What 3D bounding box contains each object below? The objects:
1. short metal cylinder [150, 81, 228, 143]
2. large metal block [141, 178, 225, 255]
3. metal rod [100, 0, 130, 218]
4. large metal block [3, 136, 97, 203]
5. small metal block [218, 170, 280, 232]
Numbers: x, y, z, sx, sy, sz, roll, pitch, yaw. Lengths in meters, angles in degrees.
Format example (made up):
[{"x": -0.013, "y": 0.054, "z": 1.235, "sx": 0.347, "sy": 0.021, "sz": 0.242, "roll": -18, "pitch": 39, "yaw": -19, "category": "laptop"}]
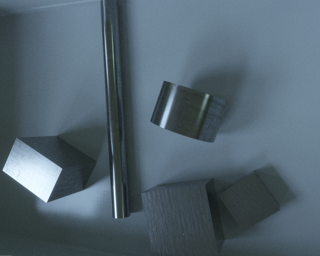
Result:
[{"x": 0.034, "y": -0.020, "z": 0.369, "sx": 0.080, "sy": 0.080, "sz": 0.050, "roll": 20, "pitch": 97, "yaw": 18, "category": "short metal cylinder"}, {"x": 0.030, "y": 0.111, "z": 0.386, "sx": 0.080, "sy": 0.050, "sz": 0.080, "roll": -11, "pitch": 86, "yaw": 19, "category": "large metal block"}, {"x": -0.062, "y": -0.027, "z": 0.431, "sx": 0.025, "sy": 0.025, "sz": 0.298, "roll": -4, "pitch": 89, "yaw": 19, "category": "metal rod"}, {"x": -0.151, "y": 0.053, "z": 0.433, "sx": 0.080, "sy": 0.080, "sz": 0.050, "roll": 29, "pitch": 100, "yaw": 17, "category": "large metal block"}, {"x": 0.107, "y": 0.087, "z": 0.373, "sx": 0.050, "sy": 0.025, "sz": 0.050, "roll": -37, "pitch": 79, "yaw": 16, "category": "small metal block"}]
